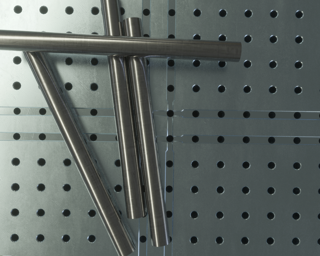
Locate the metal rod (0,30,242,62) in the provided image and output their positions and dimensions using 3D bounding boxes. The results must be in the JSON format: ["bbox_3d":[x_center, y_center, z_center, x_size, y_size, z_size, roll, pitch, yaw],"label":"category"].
[{"bbox_3d":[-0.052,-0.102,0.386,0.302,0.025,0.025,3,90,0],"label":"metal rod"}]

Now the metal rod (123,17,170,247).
[{"bbox_3d":[-0.018,0.005,0.413,0.025,0.025,0.298,-7,90,0],"label":"metal rod"}]

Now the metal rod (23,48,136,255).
[{"bbox_3d":[-0.107,0.030,0.412,0.025,0.025,0.299,-25,90,0],"label":"metal rod"}]

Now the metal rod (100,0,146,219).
[{"bbox_3d":[-0.050,-0.031,0.413,0.025,0.025,0.298,-7,90,0],"label":"metal rod"}]
